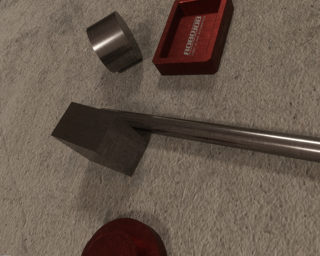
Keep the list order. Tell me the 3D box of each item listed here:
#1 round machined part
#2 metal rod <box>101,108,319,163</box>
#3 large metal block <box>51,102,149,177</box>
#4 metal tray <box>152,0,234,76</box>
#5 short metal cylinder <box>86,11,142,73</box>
[{"bbox_3d":[-0.045,0.144,0.327,0.098,0.042,0.098,-13,56,20],"label":"round machined part"},{"bbox_3d":[0.041,0.003,0.379,0.300,0.025,0.025,9,66,31],"label":"metal rod"},{"bbox_3d":[-0.075,0.015,0.397,0.080,0.080,0.050,15,70,34],"label":"large metal block"},{"bbox_3d":[0.051,-0.139,0.458,0.090,0.030,0.130,4,63,29],"label":"metal tray"},{"bbox_3d":[-0.070,-0.134,0.486,0.050,0.080,0.080,-27,53,11],"label":"short metal cylinder"}]
